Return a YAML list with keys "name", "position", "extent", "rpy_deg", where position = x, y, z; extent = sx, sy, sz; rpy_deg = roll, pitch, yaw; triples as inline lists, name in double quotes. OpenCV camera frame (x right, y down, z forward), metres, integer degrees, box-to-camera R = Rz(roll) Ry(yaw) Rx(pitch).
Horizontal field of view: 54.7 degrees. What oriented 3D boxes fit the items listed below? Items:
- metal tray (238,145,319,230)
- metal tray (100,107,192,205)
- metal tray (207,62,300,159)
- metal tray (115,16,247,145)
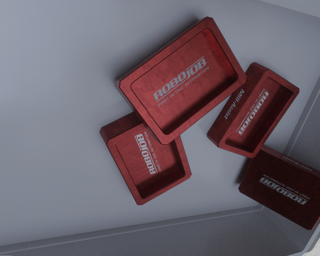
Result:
- name: "metal tray"
  position: [0.209, 0.097, 0.517]
  extent: [0.030, 0.130, 0.089]
  rpy_deg: [-22, 135, -56]
- name: "metal tray"
  position: [-0.014, 0.037, 0.420]
  extent: [0.090, 0.030, 0.129]
  rpy_deg: [-28, 128, -11]
- name: "metal tray"
  position: [0.141, -0.022, 0.468]
  extent: [0.091, 0.030, 0.129]
  rpy_deg: [19, 108, -36]
- name: "metal tray"
  position: [0.026, -0.054, 0.360]
  extent: [0.130, 0.030, 0.090]
  rpy_deg: [-38, 108, -8]
